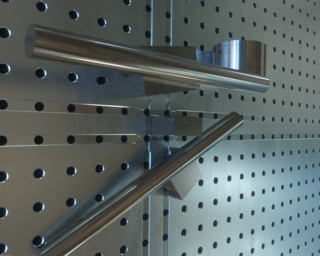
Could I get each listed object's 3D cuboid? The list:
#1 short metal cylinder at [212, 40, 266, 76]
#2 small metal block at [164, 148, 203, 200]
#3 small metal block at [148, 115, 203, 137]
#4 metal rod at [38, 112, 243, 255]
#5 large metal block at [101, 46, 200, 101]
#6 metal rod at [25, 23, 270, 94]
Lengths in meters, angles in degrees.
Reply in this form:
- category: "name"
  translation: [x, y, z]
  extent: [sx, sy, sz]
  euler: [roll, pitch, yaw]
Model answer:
- category: "short metal cylinder"
  translation: [0.120, -0.098, 0.474]
  extent: [0.081, 0.080, 0.050]
  euler: [2, 89, -40]
- category: "small metal block"
  translation: [0.027, 0.063, 0.431]
  extent: [0.050, 0.025, 0.050]
  euler: [-43, 116, -31]
- category: "small metal block"
  translation: [0.020, -0.002, 0.410]
  extent: [0.050, 0.050, 0.025]
  euler: [3, 88, -40]
- category: "metal rod"
  translation: [-0.003, 0.059, 0.381]
  extent: [0.302, 0.025, 0.025]
  euler: [-32, 111, -27]
- category: "large metal block"
  translation: [-0.013, -0.063, 0.362]
  extent: [0.081, 0.080, 0.050]
  euler: [-12, 98, -39]
- category: "metal rod"
  translation: [0.021, -0.061, 0.322]
  extent: [0.302, 0.025, 0.025]
  euler: [1, 90, -40]
